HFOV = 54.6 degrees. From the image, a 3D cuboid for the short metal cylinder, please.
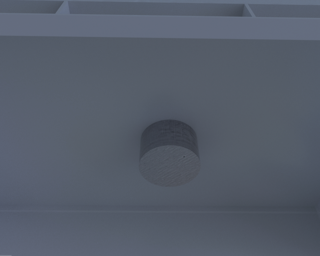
[{"bbox_3d":[0.013,0.035,0.422,0.080,0.050,0.080,0,130,0],"label":"short metal cylinder"}]
